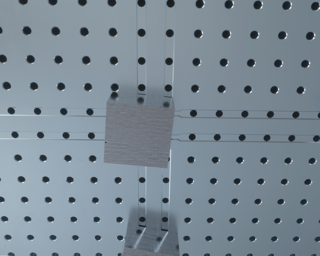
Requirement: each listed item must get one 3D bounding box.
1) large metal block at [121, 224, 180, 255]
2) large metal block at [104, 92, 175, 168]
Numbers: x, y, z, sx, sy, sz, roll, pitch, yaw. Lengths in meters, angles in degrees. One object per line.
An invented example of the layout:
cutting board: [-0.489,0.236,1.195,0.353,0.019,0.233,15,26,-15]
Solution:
large metal block: [-0.020,0.203,0.475,0.081,0.050,0.079,12,110,-5]
large metal block: [-0.027,0.002,0.400,0.081,0.050,0.079,5,110,-3]
